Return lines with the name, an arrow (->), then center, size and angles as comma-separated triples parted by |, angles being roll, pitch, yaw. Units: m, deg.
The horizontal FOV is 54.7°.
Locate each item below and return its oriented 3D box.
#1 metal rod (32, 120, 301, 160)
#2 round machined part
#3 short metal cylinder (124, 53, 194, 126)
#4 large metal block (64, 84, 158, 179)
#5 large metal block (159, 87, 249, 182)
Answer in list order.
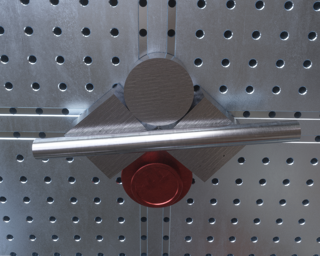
metal rod -> 0.006, 0.014, 0.359 | 0.302, 0.025, 0.025 | -4, 110, 2
round machined part -> -0.004, 0.070, 0.426 | 0.099, 0.042, 0.097 | 0, 110, 0
short metal cylinder -> -0.001, -0.049, 0.378 | 0.081, 0.050, 0.079 | 0, 110, 0
large metal block -> -0.059, 0.004, 0.397 | 0.080, 0.050, 0.080 | -38, 108, 12
large metal block -> 0.054, 0.008, 0.397 | 0.080, 0.050, 0.080 | 40, 106, -14
